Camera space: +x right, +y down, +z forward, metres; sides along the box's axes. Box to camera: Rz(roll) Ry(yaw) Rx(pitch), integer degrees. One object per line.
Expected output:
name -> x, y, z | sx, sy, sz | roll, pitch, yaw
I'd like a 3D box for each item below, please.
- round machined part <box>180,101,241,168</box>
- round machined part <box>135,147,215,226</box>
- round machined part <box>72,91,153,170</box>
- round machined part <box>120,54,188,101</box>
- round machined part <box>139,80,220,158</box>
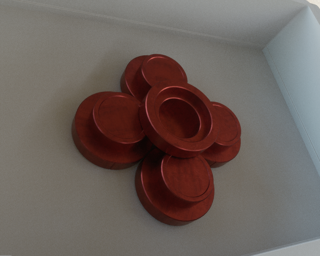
round machined part -> 0.072, 0.002, 0.429 | 0.099, 0.042, 0.098 | 14, 56, -21
round machined part -> 0.024, 0.061, 0.367 | 0.099, 0.042, 0.098 | 15, 54, -21
round machined part -> -0.050, -0.003, 0.366 | 0.099, 0.042, 0.098 | 14, 56, -21
round machined part -> -0.001, -0.063, 0.428 | 0.099, 0.042, 0.098 | 14, 56, -21
round machined part -> 0.020, -0.008, 0.381 | 0.099, 0.042, 0.098 | 14, 56, -21
